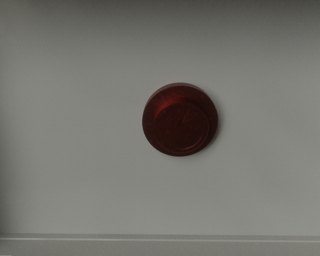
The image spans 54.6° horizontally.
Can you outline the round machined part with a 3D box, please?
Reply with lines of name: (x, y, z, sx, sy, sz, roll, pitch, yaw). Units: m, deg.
round machined part: (0.026, -0.006, 0.400, 0.099, 0.042, 0.097, 0, 110, 0)
